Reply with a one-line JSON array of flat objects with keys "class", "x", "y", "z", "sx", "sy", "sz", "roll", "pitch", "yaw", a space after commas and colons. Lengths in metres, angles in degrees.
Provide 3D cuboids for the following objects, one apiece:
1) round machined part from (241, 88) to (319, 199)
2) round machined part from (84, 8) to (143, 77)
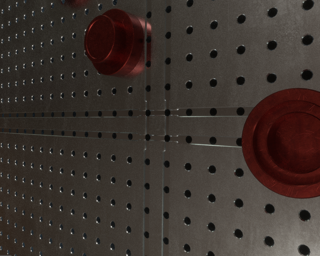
[{"class": "round machined part", "x": 0.131, "y": 0.013, "z": 0.289, "sx": 0.098, "sy": 0.042, "sz": 0.097, "roll": 0, "pitch": 90, "yaw": 39}, {"class": "round machined part", "x": -0.074, "y": -0.127, "z": 0.457, "sx": 0.098, "sy": 0.042, "sz": 0.097, "roll": 0, "pitch": 90, "yaw": 39}]
